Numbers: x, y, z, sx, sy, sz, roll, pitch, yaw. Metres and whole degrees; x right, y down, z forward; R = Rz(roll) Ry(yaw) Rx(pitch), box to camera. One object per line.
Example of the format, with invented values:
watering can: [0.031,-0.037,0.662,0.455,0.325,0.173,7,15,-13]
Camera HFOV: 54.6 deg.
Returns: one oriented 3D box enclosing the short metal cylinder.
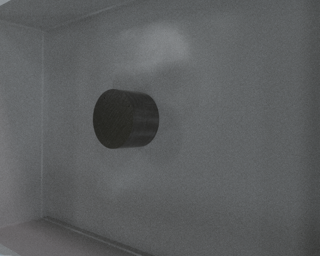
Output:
short metal cylinder: [-0.048,-0.012,0.431,0.080,0.050,0.080,0,90,40]
